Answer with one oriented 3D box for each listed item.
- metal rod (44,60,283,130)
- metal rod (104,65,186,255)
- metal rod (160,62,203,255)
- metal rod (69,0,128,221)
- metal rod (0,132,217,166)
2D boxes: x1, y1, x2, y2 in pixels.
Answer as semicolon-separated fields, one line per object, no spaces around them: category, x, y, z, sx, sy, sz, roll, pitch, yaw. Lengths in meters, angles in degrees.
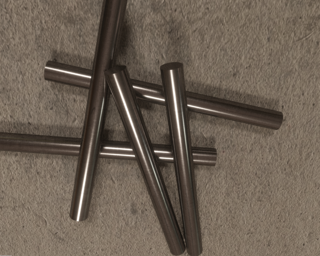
metal rod;0.009;-0.040;0.395;0.302;0.025;0.025;12;110;-5
metal rod;-0.010;0.062;0.408;0.025;0.025;0.298;-14;119;5
metal rod;0.033;0.061;0.407;0.025;0.025;0.298;-8;120;2
metal rod;-0.077;-0.016;0.374;0.025;0.025;0.298;12;110;-5
metal rod;-0.075;0.028;0.419;0.302;0.025;0.025;4;110;-2
